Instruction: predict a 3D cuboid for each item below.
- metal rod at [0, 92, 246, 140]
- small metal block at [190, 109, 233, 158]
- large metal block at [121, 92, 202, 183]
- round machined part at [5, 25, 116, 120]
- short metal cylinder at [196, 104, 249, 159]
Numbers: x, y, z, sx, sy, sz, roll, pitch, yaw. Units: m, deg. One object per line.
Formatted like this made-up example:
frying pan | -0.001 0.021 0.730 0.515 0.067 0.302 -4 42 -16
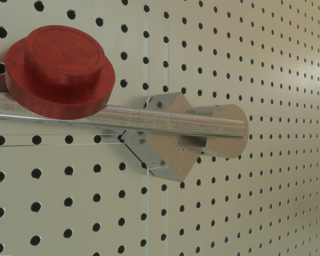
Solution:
metal rod | -0.041 -0.011 0.319 0.302 0.025 0.025 5 87 -23
small metal block | 0.071 0.007 0.403 0.050 0.025 0.050 24 75 -38
large metal block | 0.011 0.011 0.401 0.080 0.050 0.080 52 60 -28
round machined part | -0.089 -0.058 0.289 0.099 0.042 0.098 14 48 -15
short metal cylinder | 0.090 0.005 0.471 0.081 0.050 0.079 0 90 -40
